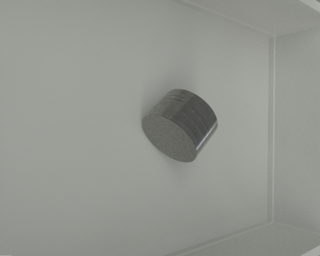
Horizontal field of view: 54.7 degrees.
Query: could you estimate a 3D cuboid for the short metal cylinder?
[{"bbox_3d":[0.025,-0.002,0.390,0.050,0.080,0.080,-49,120,-29],"label":"short metal cylinder"}]
